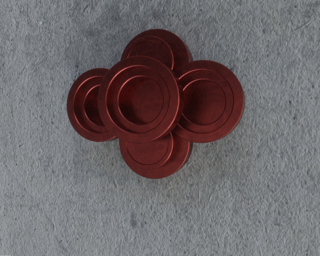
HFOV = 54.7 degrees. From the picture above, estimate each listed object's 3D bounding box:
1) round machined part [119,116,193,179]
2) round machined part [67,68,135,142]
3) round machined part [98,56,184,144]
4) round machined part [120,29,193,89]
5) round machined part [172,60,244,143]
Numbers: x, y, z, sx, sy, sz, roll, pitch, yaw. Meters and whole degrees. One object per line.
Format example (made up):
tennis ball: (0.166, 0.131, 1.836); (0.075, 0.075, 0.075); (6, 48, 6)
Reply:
round machined part: (-0.010, 0.018, 0.403); (0.098, 0.042, 0.097); (0, 90, 19)
round machined part: (-0.074, -0.030, 0.426); (0.098, 0.042, 0.097); (0, 90, 19)
round machined part: (-0.019, -0.031, 0.362); (0.098, 0.042, 0.097); (0, 90, 19)
round machined part: (-0.009, -0.081, 0.403); (0.098, 0.042, 0.097); (0, 90, 19)
round machined part: (0.054, -0.031, 0.381); (0.098, 0.042, 0.097); (0, 90, 19)
